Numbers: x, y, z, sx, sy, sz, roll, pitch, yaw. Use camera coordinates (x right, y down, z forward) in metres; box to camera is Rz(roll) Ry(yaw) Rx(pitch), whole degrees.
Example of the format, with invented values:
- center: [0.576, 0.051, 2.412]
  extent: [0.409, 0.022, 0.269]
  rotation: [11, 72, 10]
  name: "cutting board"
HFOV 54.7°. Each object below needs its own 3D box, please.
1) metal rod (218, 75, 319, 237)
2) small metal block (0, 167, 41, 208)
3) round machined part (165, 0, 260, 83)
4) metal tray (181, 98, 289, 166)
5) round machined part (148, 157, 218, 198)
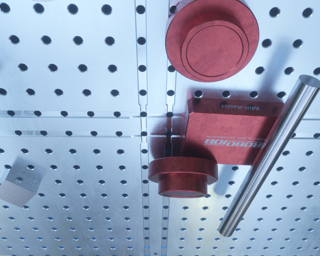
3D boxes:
- center: [0.135, 0.061, 0.424]
  extent: [0.025, 0.025, 0.298]
  rotation: [7, 131, -6]
  name: "metal rod"
- center: [-0.227, 0.095, 0.491]
  extent: [0.050, 0.025, 0.050]
  rotation: [34, 122, -26]
  name: "small metal block"
- center: [0.055, -0.089, 0.325]
  extent: [0.099, 0.042, 0.097]
  rotation: [0, 131, 0]
  name: "round machined part"
- center: [0.097, 0.008, 0.416]
  extent: [0.131, 0.030, 0.089]
  rotation: [3, 130, -3]
  name: "metal tray"
- center: [0.032, 0.073, 0.436]
  extent: [0.099, 0.042, 0.098]
  rotation: [2, 160, 1]
  name: "round machined part"
